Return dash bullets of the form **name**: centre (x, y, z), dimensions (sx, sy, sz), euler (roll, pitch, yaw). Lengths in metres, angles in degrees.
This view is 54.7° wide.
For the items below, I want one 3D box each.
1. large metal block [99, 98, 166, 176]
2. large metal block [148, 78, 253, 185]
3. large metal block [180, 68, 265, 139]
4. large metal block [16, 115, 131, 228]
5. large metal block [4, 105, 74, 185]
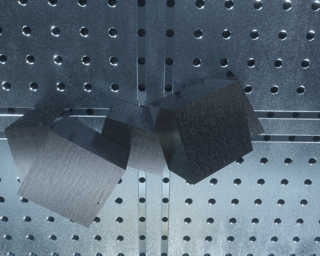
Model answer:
- **large metal block**: centre (-0.029, 0.009, 0.386), dimensions (0.080, 0.080, 0.050), euler (18, 109, -7)
- **large metal block**: centre (0.044, 0.000, 0.328), dimensions (0.081, 0.050, 0.080), euler (-25, 111, -22)
- **large metal block**: centre (0.072, -0.017, 0.395), dimensions (0.080, 0.050, 0.080), euler (-29, 108, 9)
- **large metal block**: centre (-0.088, 0.045, 0.329), dimensions (0.080, 0.050, 0.080), euler (30, 107, -10)
- **large metal block**: centre (-0.142, 0.022, 0.390), dimensions (0.050, 0.080, 0.079), euler (-6, 110, 2)
